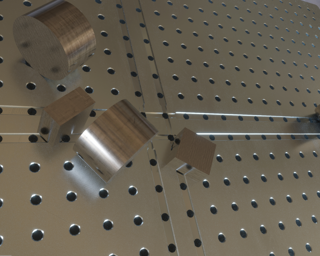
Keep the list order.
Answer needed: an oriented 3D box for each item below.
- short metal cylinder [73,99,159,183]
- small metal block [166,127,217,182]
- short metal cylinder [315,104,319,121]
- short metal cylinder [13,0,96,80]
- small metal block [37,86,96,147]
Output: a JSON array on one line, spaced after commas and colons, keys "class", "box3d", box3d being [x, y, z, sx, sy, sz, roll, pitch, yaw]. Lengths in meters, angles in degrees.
[{"class": "short metal cylinder", "box3d": [-0.047, 0.014, 0.339, 0.050, 0.080, 0.080, 45, 51, 2]}, {"class": "small metal block", "box3d": [0.042, 0.035, 0.409, 0.050, 0.025, 0.050, 29, 52, -10]}, {"class": "short metal cylinder", "box3d": [0.337, -0.026, 0.570, 0.081, 0.080, 0.050, -1, 63, -29]}, {"class": "short metal cylinder", "box3d": [-0.124, -0.104, 0.369, 0.080, 0.080, 0.050, 40, 51, -2]}, {"class": "small metal block", "box3d": [-0.104, -0.012, 0.343, 0.025, 0.050, 0.050, 45, 51, 3]}]
